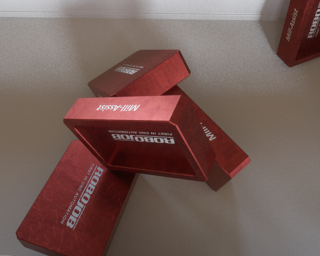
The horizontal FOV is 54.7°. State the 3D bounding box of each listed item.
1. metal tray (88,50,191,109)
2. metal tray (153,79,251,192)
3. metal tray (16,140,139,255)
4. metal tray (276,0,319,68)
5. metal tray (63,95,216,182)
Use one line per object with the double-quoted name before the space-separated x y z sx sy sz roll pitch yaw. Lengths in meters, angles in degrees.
"metal tray" -0.032 -0.060 0.382 0.090 0.130 0.030 -36 115 -12
"metal tray" 0.039 0.011 0.370 0.030 0.090 0.130 -39 75 -15
"metal tray" -0.086 0.082 0.355 0.090 0.030 0.130 17 52 6
"metal tray" 0.213 -0.148 0.408 0.091 0.129 0.030 -21 55 -7
"metal tray" -0.021 0.011 0.308 0.130 0.090 0.030 2 51 32
